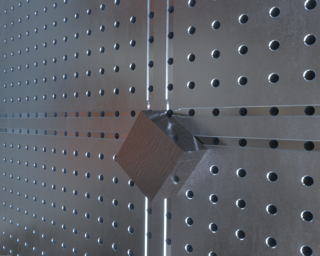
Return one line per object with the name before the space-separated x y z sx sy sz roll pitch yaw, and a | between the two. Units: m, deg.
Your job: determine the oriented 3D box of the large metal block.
large metal block | -0.001 0.034 0.395 0.080 0.050 0.080 44 117 31
